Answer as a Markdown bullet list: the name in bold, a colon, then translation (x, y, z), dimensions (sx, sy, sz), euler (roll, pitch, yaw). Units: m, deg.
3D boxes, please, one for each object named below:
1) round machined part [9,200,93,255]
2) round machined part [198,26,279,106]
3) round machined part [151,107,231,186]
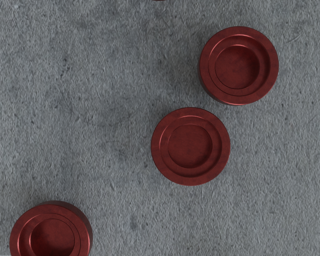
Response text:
- **round machined part**: translation (-0.136, 0.142, 0.400), dimensions (0.099, 0.042, 0.097), euler (0, 90, 0)
- **round machined part**: translation (0.098, -0.077, 0.402), dimensions (0.099, 0.042, 0.097), euler (0, 90, 0)
- **round machined part**: translation (0.038, 0.023, 0.402), dimensions (0.099, 0.042, 0.097), euler (0, 90, 0)
